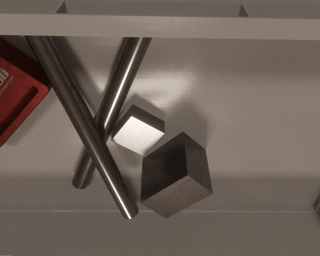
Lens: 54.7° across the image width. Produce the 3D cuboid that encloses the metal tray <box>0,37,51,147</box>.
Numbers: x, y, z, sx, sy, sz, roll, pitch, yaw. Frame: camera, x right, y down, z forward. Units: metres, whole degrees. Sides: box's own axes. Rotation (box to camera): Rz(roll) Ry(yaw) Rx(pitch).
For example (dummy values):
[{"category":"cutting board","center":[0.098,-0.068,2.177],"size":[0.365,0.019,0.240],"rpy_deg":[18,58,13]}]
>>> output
[{"category":"metal tray","center":[-0.199,-0.040,0.368],"size":[0.090,0.030,0.130],"rpy_deg":[36,121,-27]}]

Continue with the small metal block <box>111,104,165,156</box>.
[{"category":"small metal block","center":[-0.029,0.004,0.412],"size":[0.050,0.025,0.050],"rpy_deg":[28,125,-22]}]

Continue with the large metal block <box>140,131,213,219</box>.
[{"category":"large metal block","center":[0.021,0.065,0.429],"size":[0.080,0.080,0.050],"rpy_deg":[-36,122,26]}]

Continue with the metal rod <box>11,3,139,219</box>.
[{"category":"metal rod","center":[-0.089,0.002,0.379],"size":[0.025,0.025,0.299],"rpy_deg":[-14,120,11]}]

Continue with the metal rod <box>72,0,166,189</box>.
[{"category":"metal rod","center":[-0.064,-0.020,0.390],"size":[0.025,0.025,0.298],"rpy_deg":[18,128,-15]}]
